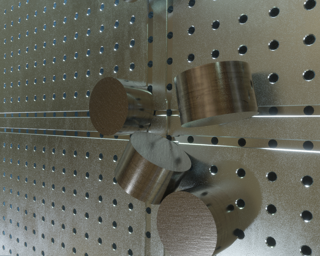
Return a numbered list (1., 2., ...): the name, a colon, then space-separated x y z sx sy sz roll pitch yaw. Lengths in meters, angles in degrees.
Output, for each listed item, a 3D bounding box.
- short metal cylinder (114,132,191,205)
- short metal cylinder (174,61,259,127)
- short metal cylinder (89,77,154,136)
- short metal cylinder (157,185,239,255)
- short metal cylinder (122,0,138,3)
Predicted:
1. short metal cylinder: -0.009 0.047 0.381 0.080 0.081 0.050 41 115 32
2. short metal cylinder: 0.058 -0.033 0.325 0.080 0.081 0.050 -14 81 39
3. short metal cylinder: -0.055 -0.029 0.439 0.080 0.050 0.079 0 90 40
4. short metal cylinder: 0.043 0.109 0.358 0.080 0.050 0.079 0 90 40
5. short metal cylinder: -0.036 -0.214 0.403 0.050 0.081 0.080 -17 79 39
